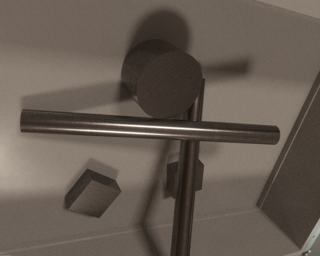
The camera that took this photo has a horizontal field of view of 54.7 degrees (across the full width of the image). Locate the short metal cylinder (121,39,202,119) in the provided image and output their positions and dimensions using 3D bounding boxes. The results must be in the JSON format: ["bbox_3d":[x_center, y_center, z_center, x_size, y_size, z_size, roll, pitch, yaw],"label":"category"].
[{"bbox_3d":[0.001,-0.057,0.359,0.081,0.050,0.079,-14,124,-21],"label":"short metal cylinder"}]

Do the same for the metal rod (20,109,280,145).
[{"bbox_3d":[0.001,0.001,0.363,0.302,0.025,0.025,3,118,-14],"label":"metal rod"}]

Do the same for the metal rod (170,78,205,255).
[{"bbox_3d":[0.033,0.085,0.401,0.025,0.025,0.298,4,91,-31],"label":"metal rod"}]

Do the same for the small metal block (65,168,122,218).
[{"bbox_3d":[-0.090,0.089,0.416,0.050,0.025,0.050,33,100,-39],"label":"small metal block"}]

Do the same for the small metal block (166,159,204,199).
[{"bbox_3d":[0.038,0.076,0.479,0.050,0.025,0.050,-14,124,-21],"label":"small metal block"}]
